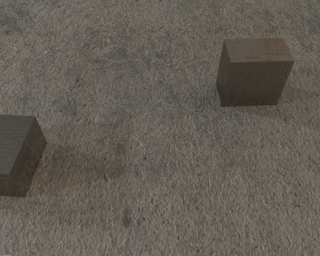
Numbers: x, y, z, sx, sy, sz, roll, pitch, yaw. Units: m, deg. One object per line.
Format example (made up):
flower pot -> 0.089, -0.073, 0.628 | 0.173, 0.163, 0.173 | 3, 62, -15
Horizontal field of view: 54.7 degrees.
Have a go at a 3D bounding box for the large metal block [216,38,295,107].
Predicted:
large metal block -> 0.128, -0.076, 0.432 | 0.081, 0.080, 0.050 | -2, 50, -2

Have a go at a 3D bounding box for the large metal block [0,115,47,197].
large metal block -> -0.190, 0.030, 0.360 | 0.080, 0.050, 0.080 | 3, 50, 2
